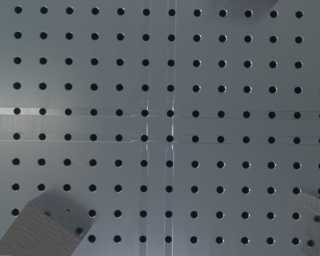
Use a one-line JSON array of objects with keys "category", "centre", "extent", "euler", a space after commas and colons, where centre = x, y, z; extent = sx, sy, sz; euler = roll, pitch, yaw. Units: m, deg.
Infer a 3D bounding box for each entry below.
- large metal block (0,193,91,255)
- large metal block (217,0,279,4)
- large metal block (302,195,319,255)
[{"category": "large metal block", "centre": [-0.150, 0.145, 0.400], "extent": [0.080, 0.050, 0.080], "euler": [36, 90, 0]}, {"category": "large metal block", "centre": [0.120, -0.197, 0.386], "extent": [0.080, 0.080, 0.050], "euler": [3, 90, 0]}, {"category": "large metal block", "centre": [0.242, 0.137, 0.402], "extent": [0.080, 0.050, 0.080], "euler": [8, 90, 0]}]
